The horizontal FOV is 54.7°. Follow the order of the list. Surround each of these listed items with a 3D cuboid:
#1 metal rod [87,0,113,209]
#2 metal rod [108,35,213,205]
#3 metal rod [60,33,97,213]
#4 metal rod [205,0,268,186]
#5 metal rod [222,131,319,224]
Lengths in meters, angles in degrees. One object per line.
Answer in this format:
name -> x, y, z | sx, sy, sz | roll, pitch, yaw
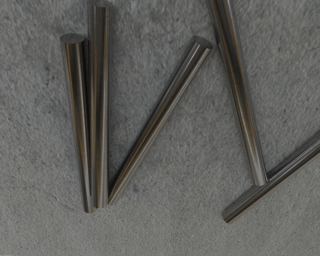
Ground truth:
metal rod -> -0.076, -0.004, 0.391 | 0.025, 0.025, 0.298 | 5, 127, -5
metal rod -> -0.017, 0.012, 0.416 | 0.025, 0.025, 0.298 | 19, 127, -16
metal rod -> -0.104, 0.019, 0.421 | 0.025, 0.025, 0.298 | 3, 130, -3
metal rod -> 0.103, -0.028, 0.385 | 0.025, 0.025, 0.299 | -15, 129, 12
metal rod -> 0.193, 0.059, 0.460 | 0.025, 0.025, 0.298 | 24, 126, -19
